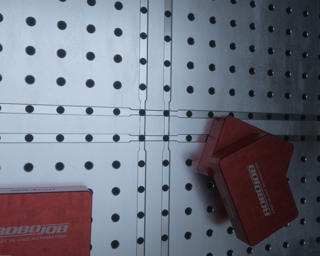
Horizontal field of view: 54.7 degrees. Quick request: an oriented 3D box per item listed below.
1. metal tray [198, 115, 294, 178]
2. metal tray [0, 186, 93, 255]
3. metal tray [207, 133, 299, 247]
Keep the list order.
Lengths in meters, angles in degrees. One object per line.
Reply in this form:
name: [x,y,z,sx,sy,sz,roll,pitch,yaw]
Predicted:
metal tray: [0.130,0.045,0.460,0.131,0.030,0.090,22,83,-19]
metal tray: [-0.147,0.116,0.356,0.131,0.030,0.089,2,89,-21]
metal tray: [0.130,0.082,0.427,0.091,0.030,0.129,-25,99,-18]
